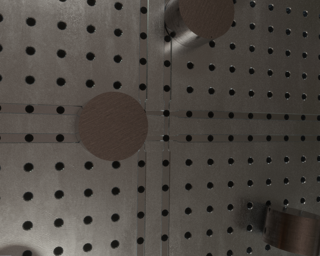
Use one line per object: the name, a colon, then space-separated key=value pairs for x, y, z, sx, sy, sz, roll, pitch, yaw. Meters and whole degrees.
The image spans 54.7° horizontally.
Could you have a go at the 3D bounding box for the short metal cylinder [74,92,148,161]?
short metal cylinder: x=-0.061 y=-0.002 z=0.378 sx=0.081 sy=0.050 sz=0.079 roll=0 pitch=90 yaw=-21

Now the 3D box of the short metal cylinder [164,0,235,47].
short metal cylinder: x=0.052 y=-0.154 z=0.420 sx=0.081 sy=0.050 sz=0.079 roll=0 pitch=90 yaw=-21

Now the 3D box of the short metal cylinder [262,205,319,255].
short metal cylinder: x=0.196 y=0.149 z=0.458 sx=0.081 sy=0.080 sz=0.050 roll=11 pitch=86 yaw=-20
